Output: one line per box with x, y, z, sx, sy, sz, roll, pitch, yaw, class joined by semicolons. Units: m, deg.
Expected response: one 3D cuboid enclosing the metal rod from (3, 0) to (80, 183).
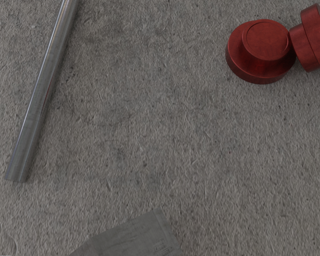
-0.157;-0.073;0.433;0.025;0.025;0.299;8;70;3;metal rod

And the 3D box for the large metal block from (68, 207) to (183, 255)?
-0.038;0.130;0.315;0.081;0.080;0.050;-13;66;-41;large metal block

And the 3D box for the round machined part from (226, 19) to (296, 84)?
0.147;-0.115;0.442;0.099;0.042;0.098;0;70;0;round machined part

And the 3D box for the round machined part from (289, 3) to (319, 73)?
0.212;-0.115;0.424;0.042;0.099;0.098;-22;65;36;round machined part
